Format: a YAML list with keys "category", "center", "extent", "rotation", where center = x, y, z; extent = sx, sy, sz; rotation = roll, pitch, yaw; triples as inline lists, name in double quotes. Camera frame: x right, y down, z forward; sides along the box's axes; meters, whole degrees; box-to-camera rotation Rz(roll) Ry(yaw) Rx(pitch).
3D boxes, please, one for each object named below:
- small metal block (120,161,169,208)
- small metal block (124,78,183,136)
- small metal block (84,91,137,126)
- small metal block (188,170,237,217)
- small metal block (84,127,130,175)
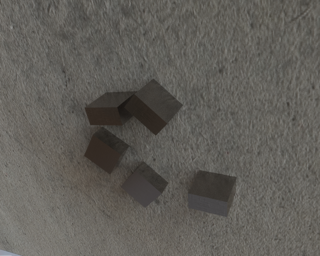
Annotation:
- category: "small metal block"
  center: [-0.024, 0.087, 0.472]
  extent: [0.050, 0.025, 0.050]
  rotation: [41, 129, -1]
- category: "small metal block"
  center: [-0.007, -0.026, 0.377]
  extent: [0.050, 0.050, 0.025]
  rotation: [42, 129, -1]
- category: "small metal block"
  center: [-0.060, -0.026, 0.405]
  extent: [0.050, 0.050, 0.025]
  rotation: [1, 119, 27]
- category: "small metal block"
  center: [0.069, 0.084, 0.405]
  extent: [0.050, 0.050, 0.025]
  rotation: [8, 122, 23]
- category: "small metal block"
  center: [-0.081, 0.035, 0.469]
  extent: [0.050, 0.025, 0.050]
  rotation: [35, 129, 4]
